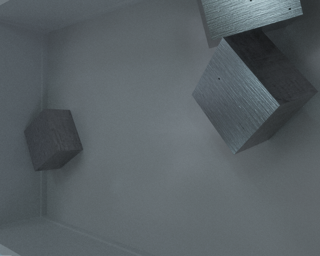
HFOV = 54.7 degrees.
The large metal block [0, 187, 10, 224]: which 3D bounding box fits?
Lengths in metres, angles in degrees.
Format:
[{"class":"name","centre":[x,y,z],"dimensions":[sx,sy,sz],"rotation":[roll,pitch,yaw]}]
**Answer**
[{"class":"large metal block","centre":[-0.401,0.185,0.705],"dimensions":[0.050,0.081,0.080],"rotation":[-28,73,37]}]

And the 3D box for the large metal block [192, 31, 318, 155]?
[{"class":"large metal block","centre":[0.085,-0.034,0.301],"dimensions":[0.080,0.050,0.080],"rotation":[59,149,23]}]

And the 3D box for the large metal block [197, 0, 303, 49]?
[{"class":"large metal block","centre":[0.077,-0.129,0.294],"dimensions":[0.080,0.050,0.080],"rotation":[-15,94,7]}]

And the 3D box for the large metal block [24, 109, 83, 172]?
[{"class":"large metal block","centre":[-0.190,0.022,0.548],"dimensions":[0.080,0.050,0.080],"rotation":[-36,68,34]}]
